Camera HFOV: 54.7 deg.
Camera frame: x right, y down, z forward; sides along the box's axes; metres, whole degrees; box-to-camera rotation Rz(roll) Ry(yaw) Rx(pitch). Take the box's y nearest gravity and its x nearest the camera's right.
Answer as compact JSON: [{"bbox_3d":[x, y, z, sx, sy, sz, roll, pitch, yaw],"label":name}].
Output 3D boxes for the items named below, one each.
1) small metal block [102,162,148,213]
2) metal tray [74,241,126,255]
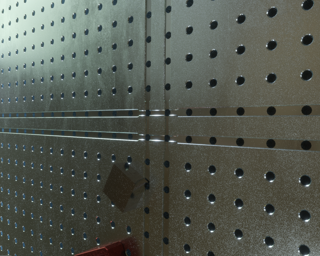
[{"bbox_3d":[-0.051,0.085,0.449,0.050,0.025,0.050,37,113,33],"label":"small metal block"},{"bbox_3d":[-0.080,0.248,0.469,0.090,0.030,0.129,-29,72,36],"label":"metal tray"}]
